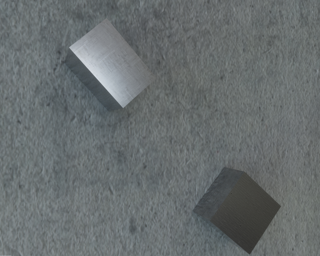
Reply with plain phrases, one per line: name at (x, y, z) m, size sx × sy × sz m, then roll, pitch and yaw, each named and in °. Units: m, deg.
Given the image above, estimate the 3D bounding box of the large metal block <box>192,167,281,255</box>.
large metal block at (0.108, 0.114, 0.437) m, size 0.080 × 0.050 × 0.080 m, roll 43°, pitch 76°, yaw -16°

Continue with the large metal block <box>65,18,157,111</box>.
large metal block at (-0.061, -0.067, 0.358) m, size 0.050 × 0.080 × 0.080 m, roll -45°, pitch 104°, yaw -15°
